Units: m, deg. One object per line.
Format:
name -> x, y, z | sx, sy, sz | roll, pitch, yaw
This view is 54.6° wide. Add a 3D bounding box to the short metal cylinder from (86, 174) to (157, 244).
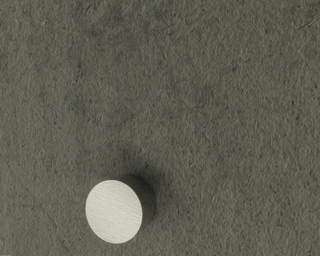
short metal cylinder -> -0.051, 0.105, 0.414 | 0.080, 0.050, 0.080 | 0, 90, 20
